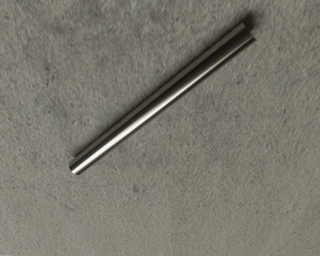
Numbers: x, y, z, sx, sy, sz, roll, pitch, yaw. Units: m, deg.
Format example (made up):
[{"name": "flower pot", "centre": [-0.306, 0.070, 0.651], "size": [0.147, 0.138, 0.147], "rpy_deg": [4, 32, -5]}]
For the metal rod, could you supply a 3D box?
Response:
[{"name": "metal rod", "centre": [-0.015, -0.021, 0.388], "size": [0.299, 0.025, 0.025], "rpy_deg": [-36, 122, 26]}]
